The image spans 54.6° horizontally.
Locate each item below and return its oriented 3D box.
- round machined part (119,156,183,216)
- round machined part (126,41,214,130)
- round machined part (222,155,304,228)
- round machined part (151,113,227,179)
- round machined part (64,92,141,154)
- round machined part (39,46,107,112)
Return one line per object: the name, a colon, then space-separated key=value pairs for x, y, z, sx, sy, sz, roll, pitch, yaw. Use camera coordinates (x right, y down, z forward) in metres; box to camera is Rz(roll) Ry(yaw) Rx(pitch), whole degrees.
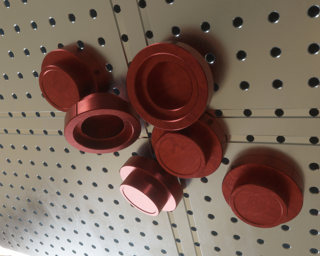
round machined part: x=-0.019 y=0.089 z=0.448 sx=0.098 sy=0.042 sz=0.098 roll=26 pitch=145 yaw=20
round machined part: x=0.014 y=-0.050 z=0.356 sx=0.098 sy=0.042 sz=0.097 roll=10 pitch=114 yaw=23
round machined part: x=0.125 y=0.085 z=0.387 sx=0.098 sy=0.042 sz=0.097 roll=13 pitch=124 yaw=21
round machined part: x=0.032 y=0.026 z=0.400 sx=0.098 sy=0.042 sz=0.097 roll=13 pitch=124 yaw=21
round machined part: x=-0.076 y=-0.010 z=0.414 sx=0.099 sy=0.042 sz=0.098 roll=-8 pitch=144 yaw=-6
round machined part: x=-0.127 y=-0.061 z=0.430 sx=0.098 sy=0.042 sz=0.097 roll=13 pitch=124 yaw=21
